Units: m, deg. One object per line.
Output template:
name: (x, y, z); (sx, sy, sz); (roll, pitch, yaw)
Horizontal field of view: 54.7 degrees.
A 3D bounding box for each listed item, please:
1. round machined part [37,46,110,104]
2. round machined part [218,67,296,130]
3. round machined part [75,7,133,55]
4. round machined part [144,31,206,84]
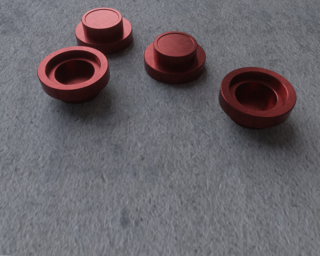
round machined part: (-0.122, -0.073, 0.452); (0.099, 0.042, 0.098); (0, 50, 0)
round machined part: (0.130, -0.037, 0.425); (0.099, 0.042, 0.098); (0, 50, 0)
round machined part: (-0.097, -0.172, 0.536); (0.099, 0.042, 0.098); (0, 50, 0)
round machined part: (0.024, -0.117, 0.491); (0.099, 0.042, 0.098); (0, 50, 0)
